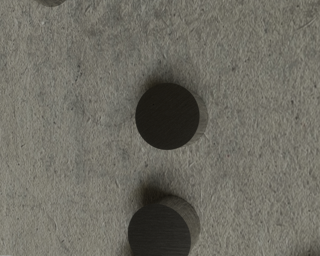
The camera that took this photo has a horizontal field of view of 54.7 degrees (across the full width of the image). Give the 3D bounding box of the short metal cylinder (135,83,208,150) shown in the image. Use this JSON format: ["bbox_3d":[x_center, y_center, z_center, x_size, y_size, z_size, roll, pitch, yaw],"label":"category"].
[{"bbox_3d":[0.016,-0.014,0.390,0.080,0.050,0.080,0,90,20],"label":"short metal cylinder"}]

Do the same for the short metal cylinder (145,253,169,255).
[{"bbox_3d":[-0.008,0.211,0.398,0.080,0.050,0.080,0,90,20],"label":"short metal cylinder"}]

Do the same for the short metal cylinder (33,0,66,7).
[{"bbox_3d":[-0.174,-0.228,0.457,0.080,0.050,0.080,0,90,20],"label":"short metal cylinder"}]

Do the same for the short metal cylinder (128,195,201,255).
[{"bbox_3d":[0.007,0.130,0.393,0.080,0.050,0.080,0,90,20],"label":"short metal cylinder"}]
